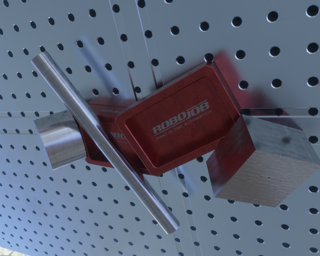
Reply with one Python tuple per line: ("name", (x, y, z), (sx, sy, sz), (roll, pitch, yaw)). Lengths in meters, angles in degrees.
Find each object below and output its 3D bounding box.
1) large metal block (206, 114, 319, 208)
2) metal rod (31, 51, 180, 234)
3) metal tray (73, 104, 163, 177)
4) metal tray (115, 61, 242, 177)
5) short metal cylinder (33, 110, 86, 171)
("large metal block", (0.109, 0.039, 0.339), (0.081, 0.050, 0.079), (13, 131, -18))
("metal rod", (-0.068, 0.027, 0.425), (0.025, 0.025, 0.299), (-28, 103, 37))
("metal tray", (-0.056, 0.016, 0.447), (0.130, 0.030, 0.089), (7, 122, 24))
("metal tray", (0.025, -0.008, 0.366), (0.130, 0.030, 0.090), (-28, 104, 20))
("short metal cylinder", (-0.149, 0.018, 0.462), (0.080, 0.050, 0.079), (47, 149, 41))
